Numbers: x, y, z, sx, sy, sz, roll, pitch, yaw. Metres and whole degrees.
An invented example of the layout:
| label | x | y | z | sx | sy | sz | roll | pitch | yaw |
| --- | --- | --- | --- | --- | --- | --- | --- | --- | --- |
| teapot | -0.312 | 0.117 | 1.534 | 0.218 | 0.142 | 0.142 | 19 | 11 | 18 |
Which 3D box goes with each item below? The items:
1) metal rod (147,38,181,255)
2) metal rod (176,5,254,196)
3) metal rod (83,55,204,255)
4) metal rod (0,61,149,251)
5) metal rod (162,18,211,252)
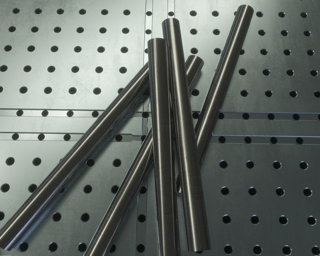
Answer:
| label | x | y | z | sx | sy | sz | roll | pitch | yaw |
| --- | --- | --- | --- | --- | --- | --- | --- | --- | --- |
| metal rod | 0.005 | 0.033 | 0.377 | 0.025 | 0.025 | 0.299 | -3 | 78 | -1 |
| metal rod | 0.079 | -0.049 | 0.430 | 0.025 | 0.025 | 0.300 | 20 | 71 | 7 |
| metal rod | -0.014 | 0.030 | 0.400 | 0.025 | 0.025 | 0.300 | 25 | 72 | 9 |
| metal rod | -0.095 | 0.022 | 0.403 | 0.025 | 0.025 | 0.300 | 35 | 73 | 12 |
| metal rod | 0.029 | -0.007 | 0.386 | 0.025 | 0.025 | 0.299 | -5 | 70 | -2 |
